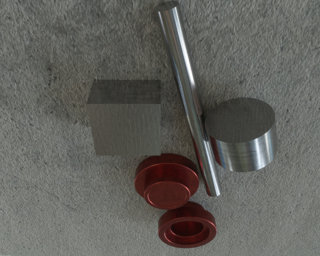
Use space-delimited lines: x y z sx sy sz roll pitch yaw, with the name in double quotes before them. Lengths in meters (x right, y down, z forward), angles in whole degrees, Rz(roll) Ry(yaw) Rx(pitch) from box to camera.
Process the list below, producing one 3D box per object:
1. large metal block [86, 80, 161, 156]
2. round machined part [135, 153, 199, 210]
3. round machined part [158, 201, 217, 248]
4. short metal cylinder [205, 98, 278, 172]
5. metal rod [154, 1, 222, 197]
"large metal block" -0.039 -0.012 0.380 0.081 0.050 0.079 0 130 0
"round machined part" 0.011 0.087 0.470 0.099 0.042 0.097 0 130 0
"round machined part" 0.046 0.164 0.536 0.099 0.042 0.097 0 130 0
"short metal cylinder" 0.100 0.007 0.378 0.080 0.080 0.050 -13 129 11
"metal rod" 0.046 -0.010 0.398 0.025 0.025 0.299 -12 129 10
